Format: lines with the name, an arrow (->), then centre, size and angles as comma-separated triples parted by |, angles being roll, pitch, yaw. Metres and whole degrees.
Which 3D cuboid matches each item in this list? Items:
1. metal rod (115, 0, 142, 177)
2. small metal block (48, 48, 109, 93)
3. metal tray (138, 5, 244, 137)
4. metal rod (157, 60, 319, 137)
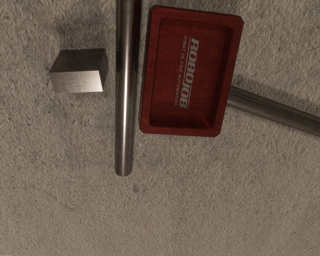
metal rod -> -0.040, -0.050, 0.363 | 0.025, 0.025, 0.298 | 4, 130, -4
small metal block -> -0.086, -0.063, 0.336 | 0.050, 0.050, 0.025 | -2, 130, 1
metal tray -> 0.028, -0.056, 0.328 | 0.091, 0.030, 0.129 | 3, 113, -9
metal rod -> 0.136, -0.024, 0.389 | 0.302, 0.025, 0.025 | 17, 128, -15
